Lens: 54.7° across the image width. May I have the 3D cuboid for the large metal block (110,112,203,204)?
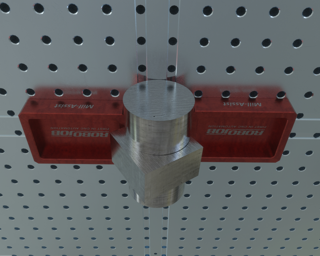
[{"bbox_3d":[-0.006,0.033,0.384,0.081,0.080,0.050,-22,136,-27],"label":"large metal block"}]

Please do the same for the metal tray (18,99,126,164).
[{"bbox_3d":[-0.107,0.007,0.413,0.131,0.030,0.089,1,130,-1],"label":"metal tray"}]

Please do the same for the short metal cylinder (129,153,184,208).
[{"bbox_3d":[-0.004,0.062,0.428,0.081,0.080,0.050,1,130,-1],"label":"short metal cylinder"}]

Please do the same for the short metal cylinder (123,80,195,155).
[{"bbox_3d":[-0.002,-0.014,0.363,0.081,0.080,0.050,1,130,-1],"label":"short metal cylinder"}]

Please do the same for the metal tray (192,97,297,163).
[{"bbox_3d":[0.102,0.005,0.413,0.131,0.030,0.089,1,130,-1],"label":"metal tray"}]
